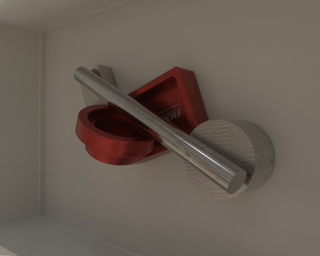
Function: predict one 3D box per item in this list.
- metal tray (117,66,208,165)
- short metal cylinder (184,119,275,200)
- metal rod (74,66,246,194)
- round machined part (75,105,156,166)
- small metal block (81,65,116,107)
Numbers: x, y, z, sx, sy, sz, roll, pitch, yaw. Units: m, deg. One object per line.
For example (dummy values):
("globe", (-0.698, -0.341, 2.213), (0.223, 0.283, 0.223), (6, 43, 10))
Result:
("metal tray", (-0.005, -0.011, 0.403), (0.130, 0.030, 0.090), (-24, 75, 37))
("short metal cylinder", (0.072, 0.031, 0.328), (0.080, 0.050, 0.079), (0, 90, 39))
("metal rod", (-0.025, -0.017, 0.371), (0.300, 0.025, 0.025), (35, 111, 41))
("round machined part", (-0.055, 0.011, 0.383), (0.098, 0.099, 0.042), (34, 119, 34))
("small metal block", (-0.095, -0.063, 0.481), (0.050, 0.025, 0.050), (-28, 73, 36))
